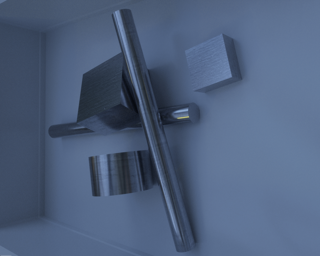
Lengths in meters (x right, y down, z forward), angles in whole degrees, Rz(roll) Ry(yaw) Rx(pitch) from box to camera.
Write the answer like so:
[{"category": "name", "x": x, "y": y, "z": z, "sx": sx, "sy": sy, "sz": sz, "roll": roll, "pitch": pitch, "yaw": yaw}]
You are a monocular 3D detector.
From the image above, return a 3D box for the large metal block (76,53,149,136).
[{"category": "large metal block", "x": -0.063, "y": -0.044, "z": 0.420, "sx": 0.080, "sy": 0.050, "sz": 0.080, "roll": -20, "pitch": 57, "yaw": 33}]

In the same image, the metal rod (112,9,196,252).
[{"category": "metal rod", "x": -0.008, "y": 0.003, "z": 0.380, "sx": 0.025, "sy": 0.025, "sz": 0.298, "roll": -16, "pitch": 90, "yaw": 38}]

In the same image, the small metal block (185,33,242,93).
[{"category": "small metal block", "x": 0.061, "y": -0.072, "z": 0.355, "sx": 0.050, "sy": 0.025, "sz": 0.050, "roll": -17, "pitch": 79, "yaw": 38}]

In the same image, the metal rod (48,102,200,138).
[{"category": "metal rod", "x": -0.075, "y": -0.006, "z": 0.465, "sx": 0.300, "sy": 0.025, "sz": 0.025, "roll": -6, "pitch": 86, "yaw": 39}]

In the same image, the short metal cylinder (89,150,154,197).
[{"category": "short metal cylinder", "x": -0.052, "y": 0.059, "z": 0.411, "sx": 0.080, "sy": 0.081, "sz": 0.050, "roll": -12, "pitch": 83, "yaw": 39}]
